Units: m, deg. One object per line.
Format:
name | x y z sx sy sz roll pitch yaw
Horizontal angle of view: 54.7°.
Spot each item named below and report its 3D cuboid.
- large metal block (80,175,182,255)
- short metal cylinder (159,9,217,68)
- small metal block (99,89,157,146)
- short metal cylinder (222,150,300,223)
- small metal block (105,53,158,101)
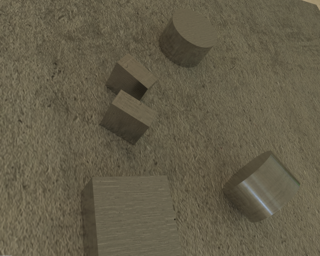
large metal block | -0.032 0.095 0.313 0.081 0.050 0.080 3 60 -27
short metal cylinder | 0.045 -0.145 0.503 0.081 0.050 0.080 14 56 -21
small metal block | -0.039 -0.011 0.375 0.050 0.050 0.025 32 52 -8
short metal cylinder | 0.127 0.074 0.394 0.050 0.080 0.081 49 51 6
small metal block | -0.038 -0.060 0.405 0.050 0.050 0.025 41 51 -1
